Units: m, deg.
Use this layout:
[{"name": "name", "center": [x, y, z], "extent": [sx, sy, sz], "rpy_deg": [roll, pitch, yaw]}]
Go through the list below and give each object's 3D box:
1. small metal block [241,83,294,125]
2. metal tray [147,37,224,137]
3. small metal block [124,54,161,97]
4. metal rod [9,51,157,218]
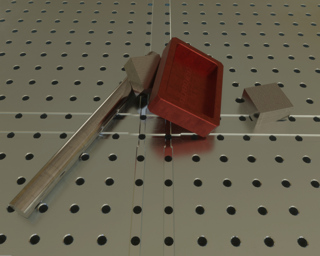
[{"name": "small metal block", "center": [0.151, -0.035, 0.439], "extent": [0.050, 0.025, 0.050], "rpy_deg": [-11, 51, -10]}, {"name": "metal tray", "center": [0.040, -0.060, 0.430], "extent": [0.090, 0.030, 0.130], "rpy_deg": [25, 49, -15]}, {"name": "small metal block", "center": [-0.018, -0.077, 0.450], "extent": [0.050, 0.025, 0.050], "rpy_deg": [-16, 80, -35]}, {"name": "metal rod", "center": [-0.080, -0.012, 0.416], "extent": [0.025, 0.025, 0.301], "rpy_deg": [23, 53, 17]}]
